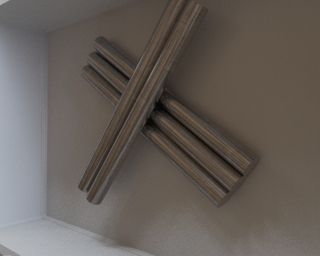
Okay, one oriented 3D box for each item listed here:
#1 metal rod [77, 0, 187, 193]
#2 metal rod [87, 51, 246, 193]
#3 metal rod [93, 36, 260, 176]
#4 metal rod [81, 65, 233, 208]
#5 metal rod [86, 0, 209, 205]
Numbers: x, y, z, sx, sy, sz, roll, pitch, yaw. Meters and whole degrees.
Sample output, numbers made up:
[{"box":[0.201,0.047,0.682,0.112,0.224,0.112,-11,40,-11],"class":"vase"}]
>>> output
[{"box":[-0.043,-0.031,0.408,0.025,0.025,0.298,45,117,31],"class":"metal rod"},{"box":[-0.010,-0.025,0.413,0.300,0.025,0.025,42,116,32],"class":"metal rod"},{"box":[0.002,-0.045,0.404,0.300,0.025,0.025,42,116,31],"class":"metal rod"},{"box":[-0.022,-0.006,0.423,0.300,0.025,0.025,42,116,32],"class":"metal rod"},{"box":[-0.027,-0.016,0.395,0.025,0.025,0.298,45,117,31],"class":"metal rod"}]
